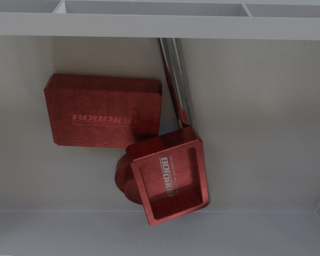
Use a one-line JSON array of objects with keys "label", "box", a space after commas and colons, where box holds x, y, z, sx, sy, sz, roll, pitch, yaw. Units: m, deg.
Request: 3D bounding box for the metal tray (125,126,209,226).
[{"label": "metal tray", "box": [0.014, 0.067, 0.411, 0.091, 0.030, 0.129, -18, 128, -8]}]

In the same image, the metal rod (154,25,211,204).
[{"label": "metal rod", "box": [0.039, 0.009, 0.416, 0.025, 0.025, 0.298, -10, 130, 8]}]

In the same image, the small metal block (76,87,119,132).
[{"label": "small metal block", "box": [-0.071, -0.025, 0.387, 0.050, 0.025, 0.050, -11, 130, 9]}]

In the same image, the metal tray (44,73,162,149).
[{"label": "metal tray", "box": [-0.066, -0.017, 0.381, 0.131, 0.030, 0.089, 3, 131, -4]}]

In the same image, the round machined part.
[{"label": "round machined part", "box": [-0.019, 0.080, 0.466, 0.099, 0.042, 0.097, -1, 130, 0]}]
